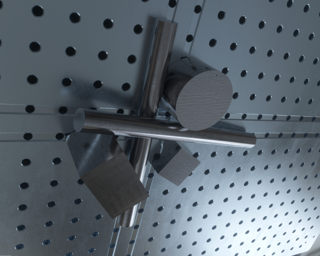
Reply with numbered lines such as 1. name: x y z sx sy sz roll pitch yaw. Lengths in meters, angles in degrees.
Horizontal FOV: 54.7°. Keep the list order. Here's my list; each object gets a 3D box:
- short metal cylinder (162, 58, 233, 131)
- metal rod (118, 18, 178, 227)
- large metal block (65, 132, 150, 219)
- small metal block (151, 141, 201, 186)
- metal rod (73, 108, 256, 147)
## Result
1. short metal cylinder: 0.044 -0.043 0.394 0.081 0.050 0.079 -14 125 -21
2. metal rod: -0.022 0.012 0.408 0.025 0.025 0.298 -2 119 -28
3. large metal block: -0.063 0.046 0.369 0.050 0.080 0.080 -31 129 -9
4. small metal block: 0.024 0.052 0.460 0.050 0.025 0.050 -48 129 5
5. metal rod: 0.033 0.006 0.410 0.302 0.025 0.025 7 115 -40
